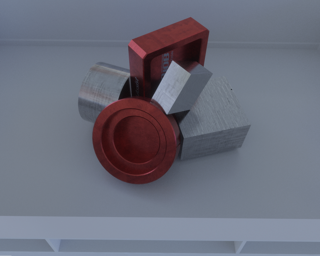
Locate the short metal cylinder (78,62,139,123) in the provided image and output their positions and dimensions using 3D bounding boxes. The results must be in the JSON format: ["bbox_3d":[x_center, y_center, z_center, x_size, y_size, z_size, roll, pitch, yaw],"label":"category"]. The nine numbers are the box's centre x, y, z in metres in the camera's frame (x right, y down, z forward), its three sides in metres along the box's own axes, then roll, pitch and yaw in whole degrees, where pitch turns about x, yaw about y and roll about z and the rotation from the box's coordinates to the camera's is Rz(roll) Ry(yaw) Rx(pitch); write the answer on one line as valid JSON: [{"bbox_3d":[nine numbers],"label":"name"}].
[{"bbox_3d":[-0.061,-0.040,0.400,0.050,0.080,0.080,18,52,14],"label":"short metal cylinder"}]

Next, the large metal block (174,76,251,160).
[{"bbox_3d":[0.055,-0.014,0.389,0.081,0.050,0.080,-11,56,-10],"label":"large metal block"}]

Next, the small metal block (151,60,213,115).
[{"bbox_3d":[0.024,-0.045,0.336,0.025,0.050,0.050,42,29,21],"label":"small metal block"}]

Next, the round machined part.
[{"bbox_3d":[-0.024,0.012,0.358,0.098,0.097,0.042,16,16,12],"label":"round machined part"}]

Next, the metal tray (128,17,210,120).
[{"bbox_3d":[0.010,-0.062,0.387,0.091,0.129,0.030,-28,57,-22],"label":"metal tray"}]
